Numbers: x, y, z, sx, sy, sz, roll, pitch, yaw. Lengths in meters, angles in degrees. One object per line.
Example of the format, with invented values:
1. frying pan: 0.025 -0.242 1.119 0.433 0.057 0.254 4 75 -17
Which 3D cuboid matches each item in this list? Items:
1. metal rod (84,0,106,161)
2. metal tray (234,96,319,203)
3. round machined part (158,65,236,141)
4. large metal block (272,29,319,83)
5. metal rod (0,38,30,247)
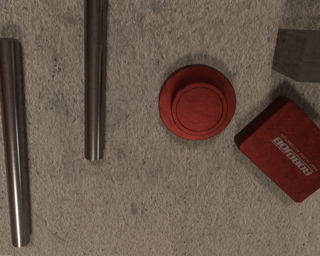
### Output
1. metal rod: -0.078 -0.100 0.371 0.025 0.025 0.298 4 110 -2
2. metal tray: 0.178 0.031 0.421 0.130 0.030 0.090 41 105 -14
3. round machined part: 0.047 -0.029 0.391 0.099 0.042 0.097 0 110 -1
4. large metal block: 0.185 -0.084 0.352 0.081 0.080 0.050 2 110 -1
5. metal rod: -0.196 0.033 0.419 0.025 0.025 0.298 5 110 -2
